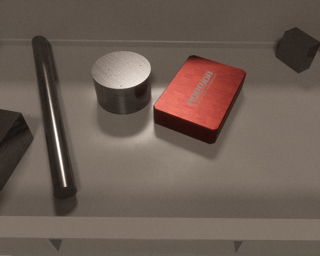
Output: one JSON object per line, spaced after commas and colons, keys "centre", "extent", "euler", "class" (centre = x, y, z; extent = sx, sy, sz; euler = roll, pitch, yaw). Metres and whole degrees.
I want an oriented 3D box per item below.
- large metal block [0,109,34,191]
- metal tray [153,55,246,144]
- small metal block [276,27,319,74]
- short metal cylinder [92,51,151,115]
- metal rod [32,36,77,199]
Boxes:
{"centre": [-0.214, 0.021, 0.369], "extent": [0.080, 0.050, 0.080], "euler": [10, 51, 8], "class": "large metal block"}
{"centre": [0.059, -0.046, 0.441], "extent": [0.090, 0.030, 0.130], "euler": [21, 53, 16], "class": "metal tray"}
{"centre": [0.220, -0.125, 0.496], "extent": [0.025, 0.050, 0.050], "euler": [-25, 55, -20], "class": "small metal block"}
{"centre": [-0.053, -0.065, 0.443], "extent": [0.081, 0.050, 0.080], "euler": [0, 50, 0], "class": "short metal cylinder"}
{"centre": [-0.154, -0.037, 0.433], "extent": [0.025, 0.025, 0.299], "euler": [-15, 52, -13], "class": "metal rod"}
